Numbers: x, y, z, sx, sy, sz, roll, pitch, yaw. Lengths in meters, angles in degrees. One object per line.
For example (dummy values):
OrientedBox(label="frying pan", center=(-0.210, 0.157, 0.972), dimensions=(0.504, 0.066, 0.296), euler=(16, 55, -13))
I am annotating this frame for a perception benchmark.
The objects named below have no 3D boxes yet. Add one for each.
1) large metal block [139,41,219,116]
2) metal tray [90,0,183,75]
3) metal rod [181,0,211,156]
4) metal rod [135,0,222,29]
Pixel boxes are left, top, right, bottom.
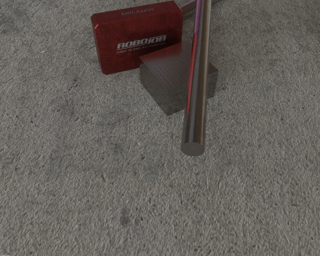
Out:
OrientedBox(label="large metal block", center=(0.025, -0.074, 0.449), dimensions=(0.081, 0.050, 0.080), euler=(-24, 54, -19))
OrientedBox(label="metal tray", center=(-0.032, -0.137, 0.475), dimensions=(0.131, 0.089, 0.030), euler=(-15, 52, -13))
OrientedBox(label="metal rod", center=(0.053, -0.092, 0.415), dimensions=(0.025, 0.025, 0.300), euler=(6, 50, 4))
OrientedBox(label="metal rod", center=(0.030, -0.209, 0.578), dimensions=(0.302, 0.025, 0.025), euler=(-35, 59, -26))
